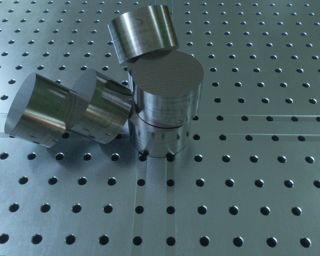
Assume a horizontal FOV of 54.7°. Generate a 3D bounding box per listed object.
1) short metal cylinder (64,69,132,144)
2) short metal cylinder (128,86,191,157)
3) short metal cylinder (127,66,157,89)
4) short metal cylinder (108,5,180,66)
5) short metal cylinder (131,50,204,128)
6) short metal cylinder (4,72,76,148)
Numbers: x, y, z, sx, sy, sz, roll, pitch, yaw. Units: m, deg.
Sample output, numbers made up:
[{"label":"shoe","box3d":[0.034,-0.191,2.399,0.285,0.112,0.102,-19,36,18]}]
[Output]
[{"label":"short metal cylinder","box3d":[-0.079,-0.026,0.384,0.050,0.080,0.080,26,39,-35]},{"label":"short metal cylinder","box3d":[-0.001,-0.009,0.398,0.081,0.050,0.080,0,50,0]},{"label":"short metal cylinder","box3d":[-0.005,-0.071,0.450,0.081,0.050,0.080,0,50,0]},{"label":"short metal cylinder","box3d":[-0.020,-0.116,0.395,0.081,0.080,0.050,-19,96,-15]},{"label":"short metal cylinder","box3d":[0.009,-0.047,0.363,0.081,0.050,0.080,0,50,0]},{"label":"short metal cylinder","box3d":[-0.147,-0.021,0.380,0.050,0.080,0.080,26,39,-35]}]
